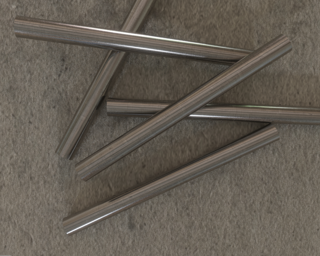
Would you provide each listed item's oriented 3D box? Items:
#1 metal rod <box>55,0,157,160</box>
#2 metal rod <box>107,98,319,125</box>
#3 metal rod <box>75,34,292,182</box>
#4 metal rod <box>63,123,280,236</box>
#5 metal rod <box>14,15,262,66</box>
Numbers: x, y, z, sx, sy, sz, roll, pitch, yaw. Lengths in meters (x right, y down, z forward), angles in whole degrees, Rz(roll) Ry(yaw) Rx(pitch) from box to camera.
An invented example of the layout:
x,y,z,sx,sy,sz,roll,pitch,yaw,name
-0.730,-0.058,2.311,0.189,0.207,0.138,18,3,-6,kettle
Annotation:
x,y,z,sx,sy,sz,roll,pitch,yaw,name
-0.057,-0.096,0.409,0.025,0.025,0.299,28,90,-1,metal rod
0.083,-0.021,0.411,0.302,0.025,0.025,2,90,-1,metal rod
0.029,-0.025,0.384,0.301,0.025,0.025,-32,90,-1,metal rod
0.015,0.067,0.410,0.301,0.025,0.025,-25,90,-1,metal rod
-0.019,-0.105,0.388,0.302,0.025,0.025,6,90,-9,metal rod
